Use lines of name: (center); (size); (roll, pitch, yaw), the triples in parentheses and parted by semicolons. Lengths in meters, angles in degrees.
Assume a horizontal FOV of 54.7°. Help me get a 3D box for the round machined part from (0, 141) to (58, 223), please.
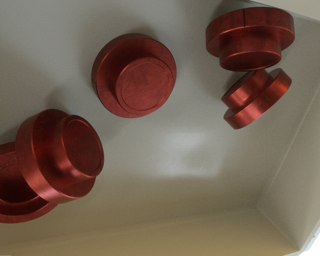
round machined part: (-0.157, 0.055, 0.347); (0.099, 0.042, 0.097); (-14, 125, -21)

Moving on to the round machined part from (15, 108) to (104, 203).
round machined part: (-0.095, 0.025, 0.321); (0.042, 0.098, 0.098); (-22, 132, 18)

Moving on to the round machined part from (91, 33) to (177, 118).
round machined part: (-0.024, -0.054, 0.352); (0.099, 0.042, 0.097); (-14, 125, -21)

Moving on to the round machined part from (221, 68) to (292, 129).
round machined part: (0.121, -0.046, 0.414); (0.098, 0.098, 0.042); (-44, 93, 2)

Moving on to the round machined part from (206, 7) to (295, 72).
round machined part: (0.103, -0.095, 0.357); (0.099, 0.098, 0.042); (4, 81, -31)
